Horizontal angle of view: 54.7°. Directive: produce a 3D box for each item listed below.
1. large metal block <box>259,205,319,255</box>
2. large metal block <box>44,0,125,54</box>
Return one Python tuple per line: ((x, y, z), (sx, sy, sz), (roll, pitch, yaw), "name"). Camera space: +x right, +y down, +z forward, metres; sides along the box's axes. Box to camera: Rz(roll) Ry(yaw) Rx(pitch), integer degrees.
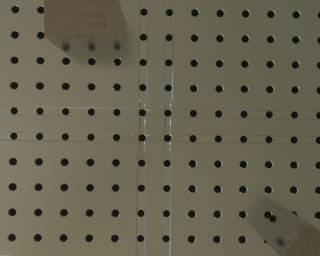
((0.184, 0.150, 0.389), (0.080, 0.080, 0.050), (36, 90, -1), "large metal block")
((-0.089, -0.127, 0.385), (0.081, 0.080, 0.050), (0, 90, -1), "large metal block")
